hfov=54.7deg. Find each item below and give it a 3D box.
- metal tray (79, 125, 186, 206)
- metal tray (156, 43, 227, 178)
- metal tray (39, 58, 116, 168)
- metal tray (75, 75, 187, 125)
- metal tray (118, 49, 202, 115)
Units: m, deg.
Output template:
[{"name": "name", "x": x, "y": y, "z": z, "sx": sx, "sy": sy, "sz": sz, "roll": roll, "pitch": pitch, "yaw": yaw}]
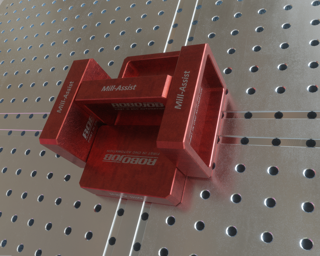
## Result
[{"name": "metal tray", "x": -0.031, "y": 0.043, "z": 0.392, "sx": 0.130, "sy": 0.030, "sz": 0.090, "roll": 1, "pitch": 62, "yaw": 28}, {"name": "metal tray", "x": 0.042, "y": -0.019, "z": 0.354, "sx": 0.030, "sy": 0.090, "sz": 0.130, "roll": 1, "pitch": 62, "yaw": 28}, {"name": "metal tray", "x": -0.101, "y": -0.019, "z": 0.429, "sx": 0.030, "sy": 0.090, "sz": 0.130, "roll": 1, "pitch": 62, "yaw": 28}, {"name": "metal tray", "x": -0.029, "y": -0.026, "z": 0.394, "sx": 0.130, "sy": 0.090, "sz": 0.030, "roll": 1, "pitch": 63, "yaw": 28}, {"name": "metal tray", "x": -0.001, "y": -0.064, "z": 0.443, "sx": 0.130, "sy": 0.030, "sz": 0.090, "roll": 1, "pitch": 62, "yaw": 28}]
